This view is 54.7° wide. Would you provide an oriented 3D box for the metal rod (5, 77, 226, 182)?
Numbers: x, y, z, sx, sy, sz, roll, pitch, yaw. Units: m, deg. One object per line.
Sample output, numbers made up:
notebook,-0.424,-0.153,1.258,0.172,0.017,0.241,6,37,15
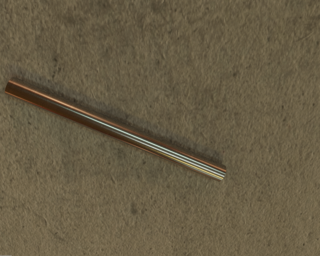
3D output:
metal rod,-0.050,0.006,0.411,0.302,0.025,0.025,23,108,-9
